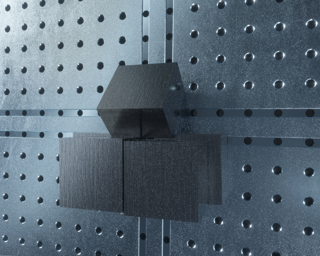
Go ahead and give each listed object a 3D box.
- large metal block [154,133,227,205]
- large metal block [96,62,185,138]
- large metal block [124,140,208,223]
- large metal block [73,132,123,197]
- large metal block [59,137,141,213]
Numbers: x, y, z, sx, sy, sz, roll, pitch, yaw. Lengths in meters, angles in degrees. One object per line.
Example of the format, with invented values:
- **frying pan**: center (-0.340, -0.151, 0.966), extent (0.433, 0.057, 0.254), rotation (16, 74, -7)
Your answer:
- **large metal block**: center (0.040, 0.047, 0.384), extent (0.080, 0.050, 0.079), rotation (-1, 90, 19)
- **large metal block**: center (-0.020, -0.035, 0.384), extent (0.080, 0.050, 0.080), rotation (1, 48, 19)
- **large metal block**: center (0.008, 0.053, 0.341), extent (0.080, 0.050, 0.079), rotation (0, 90, 19)
- **large metal block**: center (-0.071, 0.047, 0.424), extent (0.080, 0.050, 0.079), rotation (2, 91, 19)
- **large metal block**: center (-0.069, 0.051, 0.366), extent (0.080, 0.050, 0.079), rotation (0, 90, 19)
